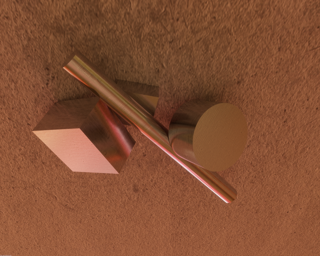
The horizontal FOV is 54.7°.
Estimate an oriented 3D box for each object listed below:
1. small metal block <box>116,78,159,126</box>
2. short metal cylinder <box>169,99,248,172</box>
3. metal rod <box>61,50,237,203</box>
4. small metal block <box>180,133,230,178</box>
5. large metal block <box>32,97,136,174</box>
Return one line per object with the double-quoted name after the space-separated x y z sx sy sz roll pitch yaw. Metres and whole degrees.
-0.031 -0.029 0.384 0.050 0.025 0.050 9 130 -9 "small metal block"
0.058 0.007 0.373 0.081 0.050 0.079 -6 103 -29 "short metal cylinder"
0.006 0.015 0.389 0.025 0.025 0.300 -34 123 25 "metal rod"
0.063 0.040 0.445 0.050 0.025 0.050 19 128 -16 "small metal block"
-0.090 0.011 0.379 0.080 0.050 0.080 -3 136 33 "large metal block"
